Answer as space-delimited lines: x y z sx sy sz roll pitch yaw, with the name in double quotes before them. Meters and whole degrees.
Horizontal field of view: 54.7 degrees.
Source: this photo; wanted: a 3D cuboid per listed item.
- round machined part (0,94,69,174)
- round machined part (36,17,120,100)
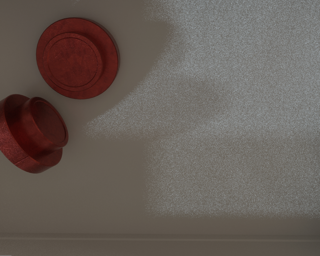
"round machined part" -0.148 0.002 0.371 0.042 0.098 0.098 -28 108 10
"round machined part" -0.099 -0.081 0.371 0.099 0.042 0.097 0 110 0
